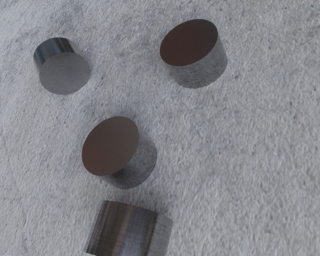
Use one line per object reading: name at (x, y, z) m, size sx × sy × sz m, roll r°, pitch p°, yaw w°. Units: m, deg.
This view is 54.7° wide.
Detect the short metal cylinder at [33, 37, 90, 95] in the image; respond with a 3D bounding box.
short metal cylinder at (-0.163, -0.102, 0.515) m, size 0.080 × 0.080 × 0.050 m, roll -37°, pitch 51°, yaw 3°

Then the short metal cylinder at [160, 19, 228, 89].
short metal cylinder at (0.047, -0.101, 0.424) m, size 0.080 × 0.050 × 0.080 m, roll -13°, pitch 56°, yaw 20°

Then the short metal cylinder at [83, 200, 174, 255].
short metal cylinder at (-0.031, 0.111, 0.316) m, size 0.080 × 0.080 × 0.050 m, roll 2°, pitch 63°, yaw 29°

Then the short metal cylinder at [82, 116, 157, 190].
short metal cylinder at (-0.051, 0.032, 0.393) m, size 0.080 × 0.050 × 0.080 m, roll -13°, pitch 56°, yaw 20°
